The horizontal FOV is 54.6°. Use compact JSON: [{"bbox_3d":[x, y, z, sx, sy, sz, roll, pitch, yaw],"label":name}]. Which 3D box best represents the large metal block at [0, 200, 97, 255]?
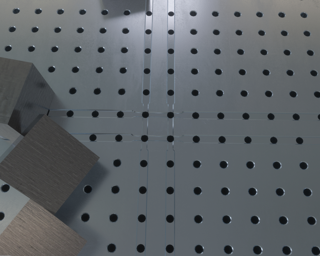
[{"bbox_3d":[-0.133,0.138,0.348,0.080,0.050,0.080,33,73,11],"label":"large metal block"}]

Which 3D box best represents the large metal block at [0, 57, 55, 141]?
[{"bbox_3d":[-0.184,-0.032,0.393,0.050,0.080,0.080,11,70,4],"label":"large metal block"}]

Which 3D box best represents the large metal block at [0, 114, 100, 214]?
[{"bbox_3d":[-0.133,0.040,0.364,0.080,0.050,0.080,44,72,-22],"label":"large metal block"}]
